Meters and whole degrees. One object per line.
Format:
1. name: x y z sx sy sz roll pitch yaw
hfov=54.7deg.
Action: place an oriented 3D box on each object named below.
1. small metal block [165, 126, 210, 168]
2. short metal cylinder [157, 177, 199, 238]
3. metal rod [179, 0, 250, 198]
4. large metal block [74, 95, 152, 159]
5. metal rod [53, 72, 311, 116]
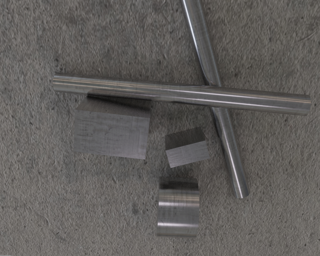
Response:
1. small metal block: 0.034 0.024 0.406 0.050 0.050 0.025 -15 110 5
2. short metal cylinder: 0.022 0.107 0.420 0.050 0.080 0.079 3 110 -1
3. metal rod: 0.072 -0.040 0.395 0.025 0.025 0.298 -17 109 6
4. large metal block: -0.054 -0.006 0.378 0.081 0.080 0.050 7 110 -3
5. metal rod: 0.021 -0.042 0.373 0.302 0.025 0.025 6 110 6
